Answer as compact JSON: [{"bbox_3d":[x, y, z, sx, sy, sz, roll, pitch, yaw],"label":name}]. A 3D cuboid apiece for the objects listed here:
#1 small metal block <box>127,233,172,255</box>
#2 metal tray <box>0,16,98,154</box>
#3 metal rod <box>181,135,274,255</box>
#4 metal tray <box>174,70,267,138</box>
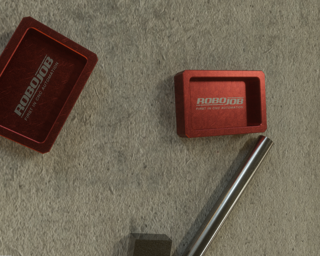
[{"bbox_3d":[-0.015,0.167,0.405,0.050,0.025,0.050,10,87,-20],"label":"small metal block"},{"bbox_3d":[-0.141,-0.047,0.354,0.090,0.030,0.130,28,81,-18],"label":"metal tray"},{"bbox_3d":[0.074,0.136,0.438,0.025,0.025,0.300,40,77,-16],"label":"metal rod"},{"bbox_3d":[0.088,-0.035,0.440,0.131,0.030,0.089,-3,91,-20],"label":"metal tray"}]
